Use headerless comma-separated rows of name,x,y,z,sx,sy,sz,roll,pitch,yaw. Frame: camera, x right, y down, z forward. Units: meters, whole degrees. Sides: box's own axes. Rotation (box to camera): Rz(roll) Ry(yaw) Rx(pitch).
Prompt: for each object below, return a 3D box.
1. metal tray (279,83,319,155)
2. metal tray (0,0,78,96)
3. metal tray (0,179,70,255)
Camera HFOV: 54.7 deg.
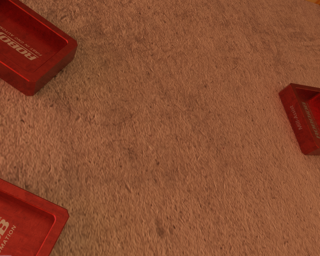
metal tray,0.276,-0.015,0.558,0.091,0.030,0.130,4,60,-26
metal tray,-0.179,-0.108,0.369,0.130,0.030,0.090,35,51,-5
metal tray,-0.146,0.111,0.253,0.090,0.030,0.130,29,52,-10
